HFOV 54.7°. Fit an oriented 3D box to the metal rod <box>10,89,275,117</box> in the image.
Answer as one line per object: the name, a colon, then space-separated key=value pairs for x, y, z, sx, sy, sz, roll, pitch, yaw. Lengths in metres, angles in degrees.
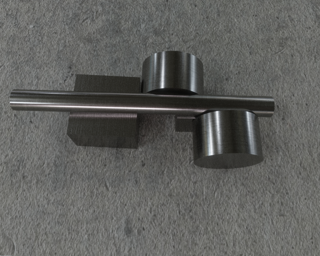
metal rod: x=-0.019 y=-0.029 z=0.365 sx=0.302 sy=0.025 sz=0.025 roll=1 pitch=70 yaw=-1

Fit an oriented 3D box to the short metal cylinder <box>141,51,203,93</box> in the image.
short metal cylinder: x=0.016 y=-0.056 z=0.402 sx=0.081 sy=0.080 sz=0.050 roll=2 pitch=70 yaw=0

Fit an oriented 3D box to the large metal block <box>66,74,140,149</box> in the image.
large metal block: x=-0.067 y=-0.020 z=0.399 sx=0.081 sy=0.050 sz=0.080 roll=3 pitch=70 yaw=1

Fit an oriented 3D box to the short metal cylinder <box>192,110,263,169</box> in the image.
short metal cylinder: x=0.080 y=0.017 z=0.374 sx=0.081 sy=0.080 sz=0.050 roll=0 pitch=70 yaw=-1

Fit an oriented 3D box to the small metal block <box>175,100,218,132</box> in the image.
small metal block: x=0.046 y=-0.015 z=0.401 sx=0.050 sy=0.050 sz=0.025 roll=1 pitch=70 yaw=0
